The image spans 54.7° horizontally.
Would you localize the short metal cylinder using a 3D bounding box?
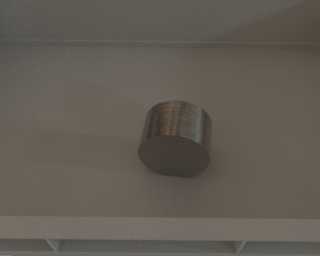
[{"bbox_3d":[0.019,0.014,0.358,0.080,0.080,0.050,7,51,5],"label":"short metal cylinder"}]
